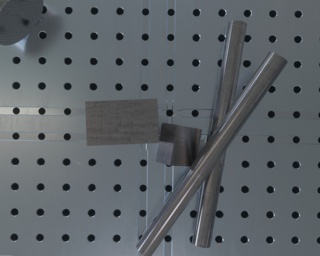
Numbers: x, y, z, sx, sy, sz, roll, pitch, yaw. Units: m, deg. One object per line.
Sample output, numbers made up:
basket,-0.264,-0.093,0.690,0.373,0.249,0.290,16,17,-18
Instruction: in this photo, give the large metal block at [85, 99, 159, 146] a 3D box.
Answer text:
large metal block,-0.042,-0.007,0.385,0.081,0.080,0.050,-2,90,0

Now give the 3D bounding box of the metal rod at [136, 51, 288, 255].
metal rod,0.060,0.039,0.391,0.025,0.025,0.299,33,99,0

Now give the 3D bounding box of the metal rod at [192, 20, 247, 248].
metal rod,0.079,0.008,0.413,0.025,0.025,0.298,9,90,0

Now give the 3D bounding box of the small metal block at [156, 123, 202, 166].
small metal block,0.025,0.022,0.400,0.050,0.025,0.050,9,90,-45

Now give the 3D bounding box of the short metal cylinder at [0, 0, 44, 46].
short metal cylinder,-0.193,-0.151,0.384,0.050,0.080,0.080,38,90,0
